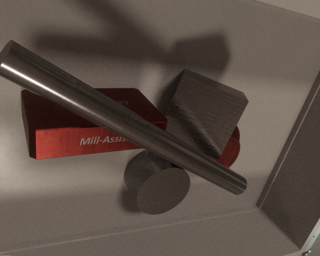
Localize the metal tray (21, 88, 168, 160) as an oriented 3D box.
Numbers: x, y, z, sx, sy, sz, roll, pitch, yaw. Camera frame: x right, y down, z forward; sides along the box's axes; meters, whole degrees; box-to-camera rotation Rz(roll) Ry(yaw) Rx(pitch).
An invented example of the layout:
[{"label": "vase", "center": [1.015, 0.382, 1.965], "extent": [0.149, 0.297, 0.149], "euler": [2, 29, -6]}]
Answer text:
[{"label": "metal tray", "center": [-0.070, -0.011, 0.322], "extent": [0.131, 0.090, 0.030], "euler": [-4, 121, -27]}]

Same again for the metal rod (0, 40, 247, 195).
[{"label": "metal rod", "center": [-0.002, 0.012, 0.298], "extent": [0.301, 0.025, 0.025], "euler": [31, 101, -39]}]

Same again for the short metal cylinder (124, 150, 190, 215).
[{"label": "short metal cylinder", "center": [-0.005, 0.075, 0.438], "extent": [0.081, 0.050, 0.079], "euler": [-14, 125, -21]}]

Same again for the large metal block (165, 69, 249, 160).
[{"label": "large metal block", "center": [0.052, -0.019, 0.388], "extent": [0.080, 0.050, 0.079], "euler": [22, 110, -1]}]

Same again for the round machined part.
[{"label": "round machined part", "center": [0.080, 0.030, 0.462], "extent": [0.099, 0.042, 0.097], "euler": [-14, 125, -21]}]
